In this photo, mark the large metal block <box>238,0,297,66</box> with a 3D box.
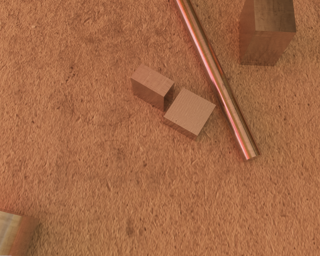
[{"bbox_3d":[0.145,-0.143,0.432,0.050,0.080,0.080,3,70,1],"label":"large metal block"}]

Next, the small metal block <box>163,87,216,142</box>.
[{"bbox_3d":[0.039,-0.018,0.415,0.050,0.025,0.050,30,73,10],"label":"small metal block"}]

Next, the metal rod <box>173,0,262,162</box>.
[{"bbox_3d":[0.071,-0.094,0.443,0.025,0.025,0.299,-17,71,-6],"label":"metal rod"}]

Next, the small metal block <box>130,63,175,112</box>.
[{"bbox_3d":[-0.009,-0.053,0.414,0.050,0.050,0.025,31,73,10],"label":"small metal block"}]

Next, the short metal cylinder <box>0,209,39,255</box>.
[{"bbox_3d":[-0.181,0.114,0.336,0.080,0.080,0.050,14,71,5],"label":"short metal cylinder"}]
